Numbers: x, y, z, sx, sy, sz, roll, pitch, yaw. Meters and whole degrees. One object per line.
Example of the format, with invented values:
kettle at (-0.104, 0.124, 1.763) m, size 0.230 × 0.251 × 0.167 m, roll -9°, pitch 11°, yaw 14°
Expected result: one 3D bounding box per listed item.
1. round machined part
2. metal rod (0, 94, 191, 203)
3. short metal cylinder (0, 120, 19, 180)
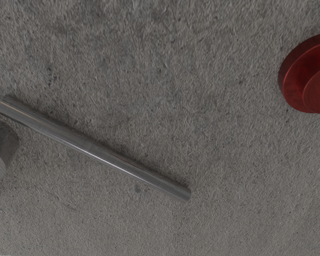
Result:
round machined part at (0.190, -0.054, 0.352) m, size 0.099 × 0.042 × 0.097 m, roll 0°, pitch 130°, yaw 0°
metal rod at (-0.076, 0.039, 0.439) m, size 0.301 × 0.025 × 0.025 m, roll 31°, pitch 124°, yaw -24°
short metal cylinder at (-0.238, 0.029, 0.413) m, size 0.081 × 0.050 × 0.079 m, roll 0°, pitch 130°, yaw 0°
